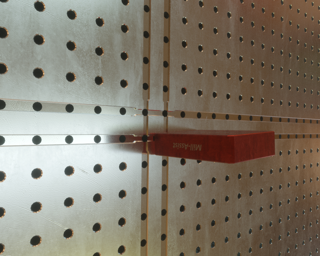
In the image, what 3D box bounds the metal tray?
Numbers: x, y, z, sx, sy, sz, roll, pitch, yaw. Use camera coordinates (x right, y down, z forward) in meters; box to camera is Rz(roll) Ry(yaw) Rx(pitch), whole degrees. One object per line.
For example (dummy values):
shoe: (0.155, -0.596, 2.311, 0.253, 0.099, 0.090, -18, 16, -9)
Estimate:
metal tray: (0.066, 0.020, 0.399, 0.091, 0.130, 0.030, -4, 93, -40)
